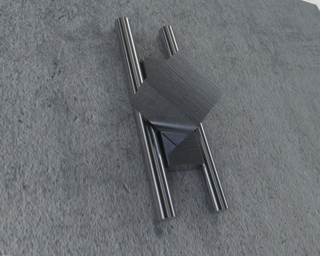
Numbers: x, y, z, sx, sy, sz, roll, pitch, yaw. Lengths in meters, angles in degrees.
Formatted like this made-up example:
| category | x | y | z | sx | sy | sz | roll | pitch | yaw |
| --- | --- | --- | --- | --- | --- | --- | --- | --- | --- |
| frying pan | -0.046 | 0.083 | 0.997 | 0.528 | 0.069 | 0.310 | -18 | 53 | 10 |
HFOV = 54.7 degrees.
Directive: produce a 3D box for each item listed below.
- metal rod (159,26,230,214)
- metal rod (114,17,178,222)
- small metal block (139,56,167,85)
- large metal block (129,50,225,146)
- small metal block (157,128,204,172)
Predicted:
| category | x | y | z | sx | sy | sz | roll | pitch | yaw |
| --- | --- | --- | --- | --- | --- | --- | --- | --- | --- |
| metal rod | 0.042 | -0.028 | 0.448 | 0.025 | 0.025 | 0.299 | 1 | 61 | -28 |
| metal rod | -0.025 | -0.029 | 0.411 | 0.025 | 0.025 | 0.299 | 1 | 61 | -28 |
| small metal block | -0.002 | -0.074 | 0.449 | 0.050 | 0.025 | 0.050 | 1 | 61 | -28 |
| large metal block | 0.023 | -0.039 | 0.392 | 0.080 | 0.050 | 0.080 | 42 | 51 | 0 |
| small metal block | 0.023 | 0.029 | 0.401 | 0.050 | 0.025 | 0.050 | 1 | 61 | -28 |
